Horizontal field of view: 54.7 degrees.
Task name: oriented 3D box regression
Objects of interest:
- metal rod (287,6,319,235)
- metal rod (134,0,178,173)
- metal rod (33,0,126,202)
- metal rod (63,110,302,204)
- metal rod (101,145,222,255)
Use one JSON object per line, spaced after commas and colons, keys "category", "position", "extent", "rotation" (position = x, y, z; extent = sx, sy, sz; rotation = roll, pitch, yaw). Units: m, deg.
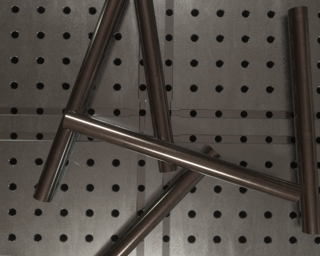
{"category": "metal rod", "position": [0.194, -0.010, 0.415], "extent": [0.025, 0.025, 0.298], "rotation": [-4, 90, -1]}
{"category": "metal rod", "position": [-0.010, -0.090, 0.413], "extent": [0.025, 0.025, 0.298], "rotation": [-8, 90, 0]}
{"category": "metal rod", "position": [-0.104, -0.047, 0.411], "extent": [0.025, 0.025, 0.299], "rotation": [20, 90, -1]}
{"category": "metal rod", "position": [0.028, 0.036, 0.387], "extent": [0.302, 0.025, 0.025], "rotation": [18, 90, -1]}
{"category": "metal rod", "position": [-0.031, 0.139, 0.413], "extent": [0.025, 0.025, 0.300], "rotation": [44, 90, -1]}
